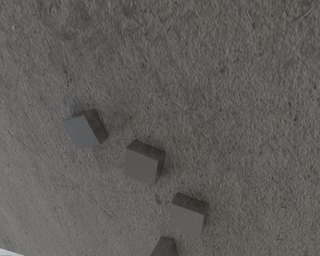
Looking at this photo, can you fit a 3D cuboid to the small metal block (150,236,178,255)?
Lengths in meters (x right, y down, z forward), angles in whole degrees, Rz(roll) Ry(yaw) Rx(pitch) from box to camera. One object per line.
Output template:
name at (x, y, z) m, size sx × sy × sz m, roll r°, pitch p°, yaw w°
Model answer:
small metal block at (0.008, 0.222, 0.524) m, size 0.025 × 0.050 × 0.050 m, roll 2°, pitch 119°, yaw 27°

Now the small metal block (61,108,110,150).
small metal block at (-0.112, 0.002, 0.467) m, size 0.050 × 0.025 × 0.050 m, roll -12°, pitch 113°, yaw 33°

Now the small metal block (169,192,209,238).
small metal block at (0.043, 0.131, 0.465) m, size 0.050 × 0.025 × 0.050 m, roll 16°, pitch 125°, yaw 19°

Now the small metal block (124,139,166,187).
small metal block at (-0.023, 0.051, 0.450) m, size 0.050 × 0.025 × 0.050 m, roll 21°, pitch 126°, yaw 16°
